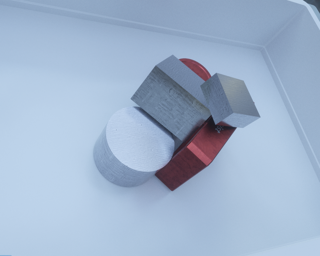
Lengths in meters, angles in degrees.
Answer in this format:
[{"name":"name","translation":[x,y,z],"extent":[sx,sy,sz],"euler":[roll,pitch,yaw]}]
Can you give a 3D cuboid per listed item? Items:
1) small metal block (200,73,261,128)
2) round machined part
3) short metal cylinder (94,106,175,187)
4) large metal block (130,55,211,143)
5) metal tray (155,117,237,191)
[{"name":"small metal block","translation":[0.078,-0.029,0.343],"extent":[0.050,0.025,0.050],"euler":[5,58,-41]},{"name":"round machined part","translation":[0.039,-0.063,0.453],"extent":[0.099,0.042,0.098],"euler":[14,56,-21]},{"name":"short metal cylinder","translation":[-0.031,0.022,0.358],"extent":[0.081,0.050,0.080],"euler":[14,56,-21]},{"name":"large metal block","translation":[0.022,-0.039,0.379],"extent":[0.080,0.050,0.080],"euler":[39,26,-2]},{"name":"metal tray","translation":[0.057,0.013,0.386],"extent":[0.030,0.090,0.131],"euler":[44,50,2]}]
